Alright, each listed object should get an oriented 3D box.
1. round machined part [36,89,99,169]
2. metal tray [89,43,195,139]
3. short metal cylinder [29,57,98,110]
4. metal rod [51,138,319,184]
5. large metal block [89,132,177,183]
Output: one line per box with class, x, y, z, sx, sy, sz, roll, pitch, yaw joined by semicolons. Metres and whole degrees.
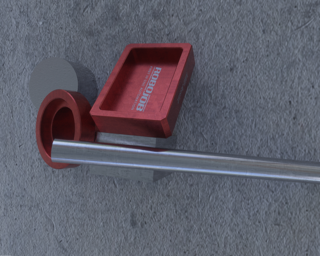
round machined part;-0.112;0.002;0.393;0.098;0.042;0.097;-1;88;39
metal tray;-0.016;-0.051;0.372;0.090;0.030;0.130;5;52;19
short metal cylinder;-0.137;-0.057;0.444;0.080;0.050;0.079;0;90;19
metal rod;0.041;0.037;0.333;0.302;0.025;0.025;5;92;-5
large metal block;-0.030;0.032;0.390;0.080;0.080;0.050;5;92;19
